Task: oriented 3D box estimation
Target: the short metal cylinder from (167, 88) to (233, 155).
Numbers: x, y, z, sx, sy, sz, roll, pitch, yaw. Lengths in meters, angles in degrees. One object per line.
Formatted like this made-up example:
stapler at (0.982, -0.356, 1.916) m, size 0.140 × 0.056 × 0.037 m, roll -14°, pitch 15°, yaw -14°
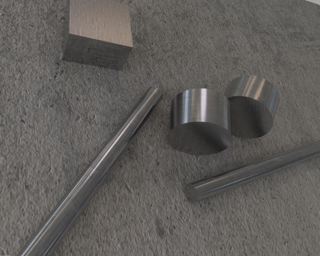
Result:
short metal cylinder at (0.051, -0.006, 0.400) m, size 0.081 × 0.080 × 0.050 m, roll 18°, pitch 55°, yaw -18°

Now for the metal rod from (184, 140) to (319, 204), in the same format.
metal rod at (0.162, 0.055, 0.457) m, size 0.303 × 0.025 × 0.025 m, roll -11°, pitch 68°, yaw -33°

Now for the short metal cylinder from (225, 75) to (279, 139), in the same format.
short metal cylinder at (0.129, -0.030, 0.456) m, size 0.080 × 0.080 × 0.050 m, roll 35°, pitch 51°, yaw -5°

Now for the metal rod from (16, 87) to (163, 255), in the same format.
metal rod at (-0.071, 0.051, 0.333) m, size 0.025 × 0.025 × 0.301 m, roll 36°, pitch 51°, yaw -4°

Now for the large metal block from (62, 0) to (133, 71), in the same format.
large metal block at (-0.086, -0.131, 0.421) m, size 0.081 × 0.050 × 0.080 m, roll 6°, pitch 59°, yaw -25°
